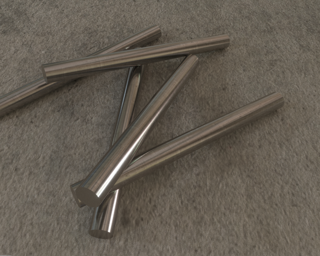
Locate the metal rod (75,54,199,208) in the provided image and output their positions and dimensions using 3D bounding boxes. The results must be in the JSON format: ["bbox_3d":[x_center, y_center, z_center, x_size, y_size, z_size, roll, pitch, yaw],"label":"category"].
[{"bbox_3d":[-0.006,-0.023,0.382,0.025,0.025,0.301,18,40,14],"label":"metal rod"}]

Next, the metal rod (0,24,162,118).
[{"bbox_3d":[-0.119,-0.095,0.481,0.302,0.025,0.025,-34,58,-25],"label":"metal rod"}]

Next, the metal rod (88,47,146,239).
[{"bbox_3d":[-0.046,-0.007,0.408,0.025,0.025,0.300,4,50,3],"label":"metal rod"}]

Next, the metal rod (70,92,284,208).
[{"bbox_3d":[0.041,0.014,0.372,0.302,0.025,0.025,-23,54,-26],"label":"metal rod"}]

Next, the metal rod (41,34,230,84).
[{"bbox_3d":[-0.019,-0.109,0.464,0.302,0.025,0.025,-17,52,-26],"label":"metal rod"}]
